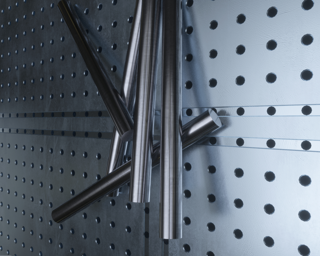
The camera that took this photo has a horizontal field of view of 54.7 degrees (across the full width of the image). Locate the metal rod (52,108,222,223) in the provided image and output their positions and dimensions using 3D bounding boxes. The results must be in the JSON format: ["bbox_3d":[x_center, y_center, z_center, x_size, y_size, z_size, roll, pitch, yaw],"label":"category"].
[{"bbox_3d":[-0.048,0.063,0.422,0.299,0.025,0.025,-34,69,26],"label":"metal rod"}]

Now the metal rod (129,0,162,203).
[{"bbox_3d":[-0.016,-0.061,0.385,0.025,0.025,0.298,-1,83,39],"label":"metal rod"}]

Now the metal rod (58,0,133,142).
[{"bbox_3d":[-0.103,-0.103,0.470,0.025,0.025,0.299,-48,55,29],"label":"metal rod"}]

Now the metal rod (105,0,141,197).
[{"bbox_3d":[-0.046,-0.045,0.444,0.025,0.025,0.298,19,102,38],"label":"metal rod"}]

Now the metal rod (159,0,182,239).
[{"bbox_3d":[0.014,-0.028,0.364,0.025,0.025,0.299,-9,74,39],"label":"metal rod"}]
